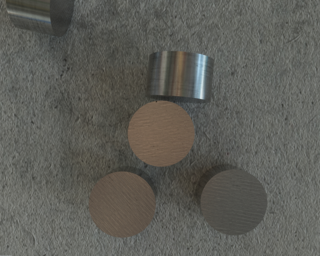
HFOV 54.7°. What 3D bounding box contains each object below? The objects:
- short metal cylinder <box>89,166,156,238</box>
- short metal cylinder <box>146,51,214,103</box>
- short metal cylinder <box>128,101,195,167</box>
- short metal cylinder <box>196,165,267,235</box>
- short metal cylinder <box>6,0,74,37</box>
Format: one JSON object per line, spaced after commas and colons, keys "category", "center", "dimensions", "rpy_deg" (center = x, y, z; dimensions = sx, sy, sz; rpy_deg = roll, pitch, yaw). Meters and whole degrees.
{"category": "short metal cylinder", "center": [-0.045, 0.092, 0.397], "dimensions": [0.081, 0.050, 0.080], "rpy_deg": [0, 90, 0]}
{"category": "short metal cylinder", "center": [0.024, -0.060, 0.382], "dimensions": [0.080, 0.080, 0.050], "rpy_deg": [5, 90, 0]}
{"category": "short metal cylinder", "center": [0.002, 0.007, 0.397], "dimensions": [0.081, 0.050, 0.080], "rpy_deg": [0, 90, 0]}
{"category": "short metal cylinder", "center": [0.089, 0.090, 0.398], "dimensions": [0.081, 0.050, 0.080], "rpy_deg": [0, 90, 0]}
{"category": "short metal cylinder", "center": [-0.144, -0.158, 0.381], "dimensions": [0.050, 0.080, 0.080], "rpy_deg": [12, 90, 0]}
